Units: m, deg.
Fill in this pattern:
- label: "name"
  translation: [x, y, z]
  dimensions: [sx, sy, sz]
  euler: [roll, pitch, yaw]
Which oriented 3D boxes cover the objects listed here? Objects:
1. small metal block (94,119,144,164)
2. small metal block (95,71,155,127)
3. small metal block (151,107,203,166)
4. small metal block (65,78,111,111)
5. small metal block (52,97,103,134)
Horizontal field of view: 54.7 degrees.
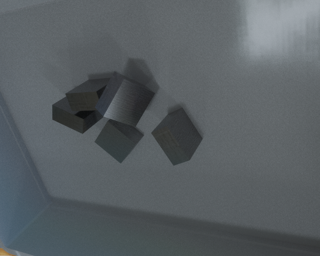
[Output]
- label: "small metal block"
  translation: [-0.059, 0.015, 0.448]
  dimensions: [0.050, 0.025, 0.050]
  euler: [40, 129, 1]
- label: "small metal block"
  translation: [-0.042, -0.034, 0.378]
  dimensions: [0.025, 0.050, 0.050]
  euler: [41, 105, 44]
- label: "small metal block"
  translation: [0.023, 0.010, 0.386]
  dimensions: [0.025, 0.050, 0.050]
  euler: [-25, 105, 36]
- label: "small metal block"
  translation: [-0.086, -0.045, 0.408]
  dimensions: [0.050, 0.050, 0.025]
  euler: [0, 118, 28]
- label: "small metal block"
  translation: [-0.114, -0.023, 0.436]
  dimensions: [0.050, 0.050, 0.025]
  euler: [24, 127, 13]
